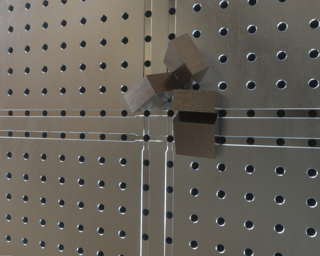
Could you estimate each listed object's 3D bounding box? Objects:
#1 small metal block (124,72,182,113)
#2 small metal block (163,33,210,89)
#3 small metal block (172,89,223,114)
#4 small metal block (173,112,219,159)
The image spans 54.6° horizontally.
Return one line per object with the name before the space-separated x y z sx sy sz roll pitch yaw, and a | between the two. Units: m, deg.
small metal block | -0.009 -0.045 0.394 0.050 0.050 0.025 -36 77 42
small metal block | 0.031 -0.080 0.386 0.025 0.050 0.050 -29 79 -16
small metal block | 0.048 -0.032 0.383 0.050 0.050 0.025 5 92 20
small metal block | 0.046 0.008 0.385 0.050 0.025 0.050 5 124 20
